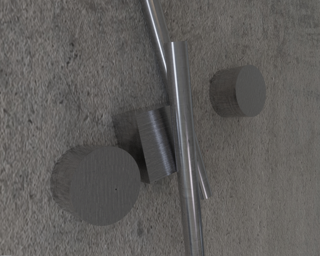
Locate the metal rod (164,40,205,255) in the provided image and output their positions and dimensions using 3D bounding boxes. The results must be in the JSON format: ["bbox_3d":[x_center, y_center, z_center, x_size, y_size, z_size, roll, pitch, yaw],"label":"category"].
[{"bbox_3d":[0.033,0.052,0.366,0.025,0.025,0.298,-19,109,-38],"label":"metal rod"}]

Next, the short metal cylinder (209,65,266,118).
[{"bbox_3d":[0.124,-0.057,0.492,0.081,0.050,0.080,0,90,-40],"label":"short metal cylinder"}]

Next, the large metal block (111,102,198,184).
[{"bbox_3d":[-0.005,0.014,0.384,0.081,0.050,0.080,-19,102,-38],"label":"large metal block"}]

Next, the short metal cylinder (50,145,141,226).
[{"bbox_3d":[-0.068,0.058,0.331,0.081,0.050,0.080,0,90,-40],"label":"short metal cylinder"}]

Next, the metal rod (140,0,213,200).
[{"bbox_3d":[0.024,-0.039,0.424,0.025,0.025,0.298,-27,107,-37],"label":"metal rod"}]
